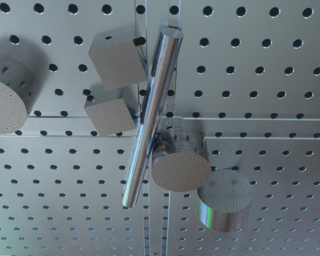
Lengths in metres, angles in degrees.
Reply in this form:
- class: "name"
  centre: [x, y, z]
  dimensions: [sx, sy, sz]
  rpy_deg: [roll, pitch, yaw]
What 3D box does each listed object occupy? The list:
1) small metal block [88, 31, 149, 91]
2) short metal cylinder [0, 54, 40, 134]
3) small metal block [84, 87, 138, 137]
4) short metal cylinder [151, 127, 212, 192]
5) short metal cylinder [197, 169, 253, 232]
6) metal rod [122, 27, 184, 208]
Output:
- class: "small metal block"
  centre: [-0.045, -0.074, 0.348]
  dimensions: [0.050, 0.025, 0.050]
  rpy_deg: [-13, 129, 10]
- class: "short metal cylinder"
  centre: [-0.189, -0.039, 0.360]
  dimensions: [0.081, 0.050, 0.079]
  rpy_deg: [0, 130, 0]
- class: "small metal block"
  centre: [-0.061, -0.020, 0.394]
  dimensions: [0.050, 0.025, 0.050]
  rpy_deg: [-13, 129, 11]
- class: "short metal cylinder"
  centre: [0.029, 0.045, 0.433]
  dimensions: [0.081, 0.050, 0.079]
  rpy_deg: [0, 130, 0]
- class: "short metal cylinder"
  centre: [0.096, 0.109, 0.469]
  dimensions: [0.080, 0.080, 0.050]
  rpy_deg: [-3, 130, 2]
- class: "metal rod"
  centre: [-0.019, 0.011, 0.420]
  dimensions: [0.025, 0.025, 0.298]
  rpy_deg: [9, 130, -8]
